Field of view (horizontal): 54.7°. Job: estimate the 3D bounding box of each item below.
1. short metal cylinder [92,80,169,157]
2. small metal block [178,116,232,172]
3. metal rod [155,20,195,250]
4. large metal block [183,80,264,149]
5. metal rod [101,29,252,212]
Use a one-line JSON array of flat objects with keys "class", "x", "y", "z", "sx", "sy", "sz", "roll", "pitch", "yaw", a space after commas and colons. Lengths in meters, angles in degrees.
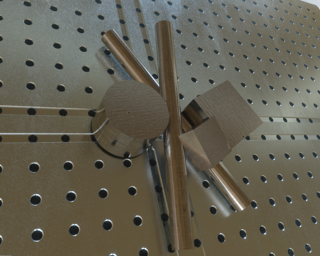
[{"class": "short metal cylinder", "x": -0.036, "y": -0.011, "z": 0.375, "sx": 0.081, "sy": 0.050, "sz": 0.080, "roll": 14, "pitch": 56, "yaw": -21}, {"class": "small metal block", "x": 0.057, "y": 0.019, "z": 0.382, "sx": 0.050, "sy": 0.025, "sz": 0.050, "roll": -30, "pitch": 93, "yaw": -46}, {"class": "metal rod", "x": 0.015, "y": -0.007, "z": 0.391, "sx": 0.025, "sy": 0.025, "sz": 0.299, "roll": 6, "pitch": 67, "yaw": -25}, {"class": "large metal block", "x": 0.085, "y": -0.011, "z": 0.439, "sx": 0.081, "sy": 0.050, "sz": 0.080, "roll": -31, "pitch": 79, "yaw": -38}, {"class": "metal rod", "x": 0.018, "y": -0.015, "z": 0.423, "sx": 0.025, "sy": 0.025, "sz": 0.300, "roll": -32, "pitch": 80, "yaw": -38}]
